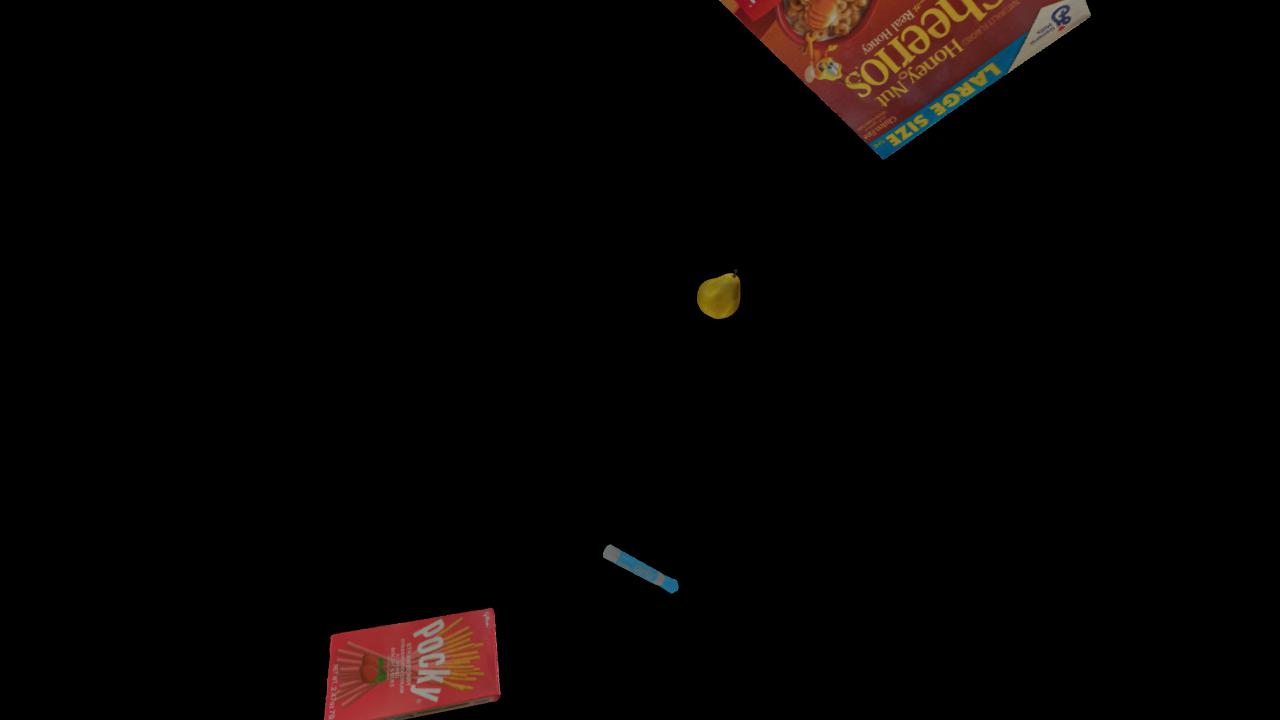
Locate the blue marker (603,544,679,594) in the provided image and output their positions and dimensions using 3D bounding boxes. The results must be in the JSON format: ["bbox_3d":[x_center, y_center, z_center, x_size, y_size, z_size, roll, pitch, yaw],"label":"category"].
[{"bbox_3d":[0.004,0.278,0.812,0.121,0.020,0.020,35,-14,-21],"label":"blue marker"}]

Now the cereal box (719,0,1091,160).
[{"bbox_3d":[0.204,-0.344,0.537,0.306,0.081,0.203,33,-37,-22],"label":"cereal box"}]

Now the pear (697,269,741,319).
[{"bbox_3d":[0.155,-0.125,1.107,0.080,0.080,0.111,0,-29,-35],"label":"pear"}]

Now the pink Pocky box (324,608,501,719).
[{"bbox_3d":[-0.216,0.296,0.593,0.155,0.084,0.029,-4,-39,-15],"label":"pink Pocky box"}]
